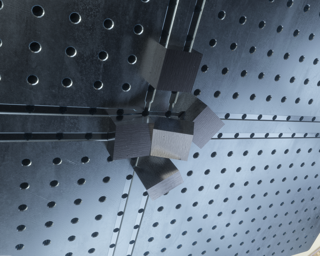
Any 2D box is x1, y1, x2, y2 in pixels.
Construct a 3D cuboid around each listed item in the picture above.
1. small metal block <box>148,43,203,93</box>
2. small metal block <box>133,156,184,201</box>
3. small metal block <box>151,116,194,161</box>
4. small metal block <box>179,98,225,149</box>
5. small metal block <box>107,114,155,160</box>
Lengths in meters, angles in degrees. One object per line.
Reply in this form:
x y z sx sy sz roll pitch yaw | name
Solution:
0.018 -0.073 0.378 0.050 0.025 0.050 1 118 -29 | small metal block
-0.003 0.066 0.436 0.050 0.050 0.025 -29 129 -10 | small metal block
0.016 0.015 0.410 0.050 0.025 0.050 9 133 1 | small metal block
0.056 -0.006 0.441 0.050 0.025 0.050 -47 130 4 | small metal block
-0.038 0.011 0.399 0.050 0.025 0.050 -5 121 -26 | small metal block
